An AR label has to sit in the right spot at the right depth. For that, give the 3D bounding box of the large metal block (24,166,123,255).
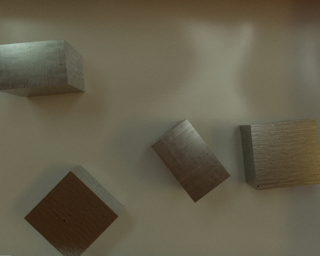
[{"bbox_3d":[-0.107,0.107,0.398,0.080,0.050,0.080,44,90,-1],"label":"large metal block"}]

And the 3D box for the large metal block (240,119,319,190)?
[{"bbox_3d":[0.154,0.032,0.401,0.081,0.050,0.079,-6,90,-1],"label":"large metal block"}]

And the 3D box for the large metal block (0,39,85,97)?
[{"bbox_3d":[-0.144,-0.070,0.382,0.081,0.080,0.050,-6,90,-1],"label":"large metal block"}]

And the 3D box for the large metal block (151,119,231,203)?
[{"bbox_3d":[0.034,0.037,0.384,0.050,0.080,0.080,-37,90,0],"label":"large metal block"}]
